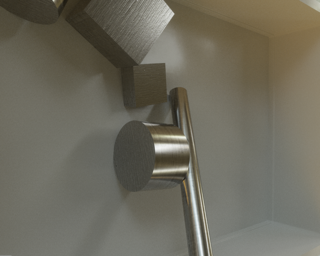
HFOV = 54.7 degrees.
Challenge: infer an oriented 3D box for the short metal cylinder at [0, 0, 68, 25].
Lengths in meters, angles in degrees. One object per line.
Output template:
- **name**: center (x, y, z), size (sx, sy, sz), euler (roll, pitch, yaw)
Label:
- **short metal cylinder**: center (-0.117, -0.138, 0.273), size (0.080, 0.080, 0.050), euler (32, 70, -36)

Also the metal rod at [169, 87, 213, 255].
- **metal rod**: center (0.037, 0.078, 0.354), size (0.025, 0.025, 0.299), euler (23, 48, -38)

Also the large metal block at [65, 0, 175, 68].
- **large metal block**: center (-0.043, -0.126, 0.350), size (0.080, 0.050, 0.080), euler (42, 70, -32)

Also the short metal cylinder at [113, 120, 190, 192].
- **short metal cylinder**: center (-0.012, 0.033, 0.363), size (0.050, 0.080, 0.080), euler (5, 87, -40)

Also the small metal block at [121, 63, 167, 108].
- **small metal block**: center (-0.019, -0.055, 0.388), size (0.050, 0.025, 0.050), euler (-14, 107, -40)
